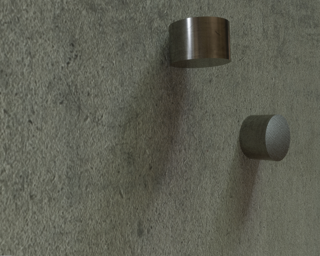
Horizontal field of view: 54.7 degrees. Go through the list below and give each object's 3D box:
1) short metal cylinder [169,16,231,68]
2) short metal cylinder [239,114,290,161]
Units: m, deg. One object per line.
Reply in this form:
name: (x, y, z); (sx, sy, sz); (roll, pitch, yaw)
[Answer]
short metal cylinder: (0.053, -0.111, 0.413); (0.081, 0.080, 0.050); (-4, 93, -40)
short metal cylinder: (0.184, 0.016, 0.543); (0.081, 0.050, 0.080); (0, 90, -40)
